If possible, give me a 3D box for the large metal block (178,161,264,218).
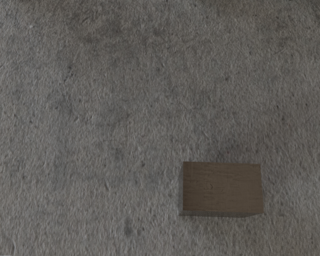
[{"bbox_3d":[0.064,0.073,0.353,0.081,0.080,0.050,2,70,0],"label":"large metal block"}]
